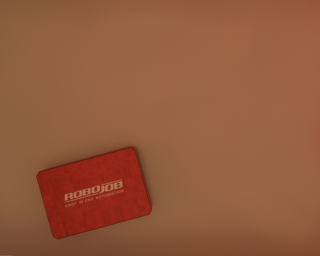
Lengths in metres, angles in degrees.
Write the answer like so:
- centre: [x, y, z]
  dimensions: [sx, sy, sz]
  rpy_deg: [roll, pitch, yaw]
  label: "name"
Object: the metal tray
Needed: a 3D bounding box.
- centre: [-0.084, 0.083, 0.408]
  dimensions: [0.131, 0.030, 0.090]
  rpy_deg: [-15, 90, 0]
  label: "metal tray"
